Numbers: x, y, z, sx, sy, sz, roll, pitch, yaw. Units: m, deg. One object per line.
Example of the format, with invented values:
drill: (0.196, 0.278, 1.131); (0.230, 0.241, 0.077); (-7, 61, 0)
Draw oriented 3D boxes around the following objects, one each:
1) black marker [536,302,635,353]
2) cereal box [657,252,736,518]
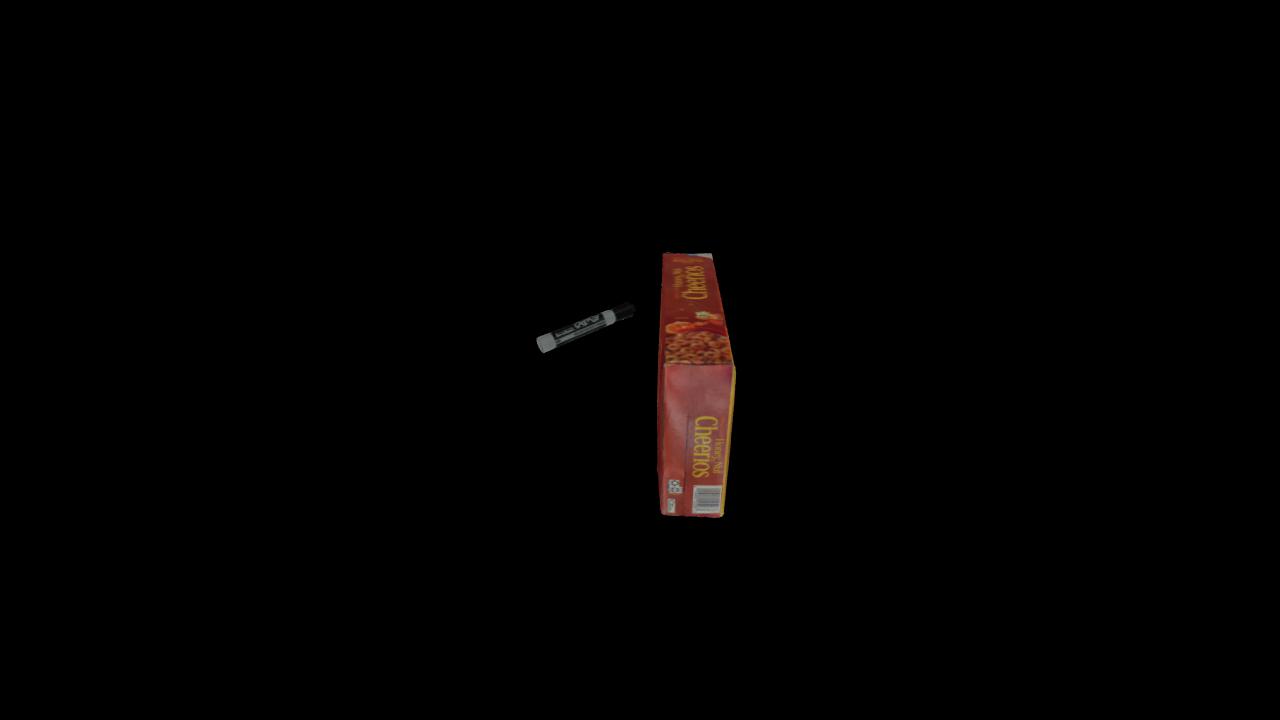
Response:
black marker: (-0.058, -0.039, 0.694); (0.121, 0.020, 0.020); (-24, 10, -22)
cereal box: (0.063, 0.013, 0.761); (0.081, 0.203, 0.306); (1, 30, 2)
